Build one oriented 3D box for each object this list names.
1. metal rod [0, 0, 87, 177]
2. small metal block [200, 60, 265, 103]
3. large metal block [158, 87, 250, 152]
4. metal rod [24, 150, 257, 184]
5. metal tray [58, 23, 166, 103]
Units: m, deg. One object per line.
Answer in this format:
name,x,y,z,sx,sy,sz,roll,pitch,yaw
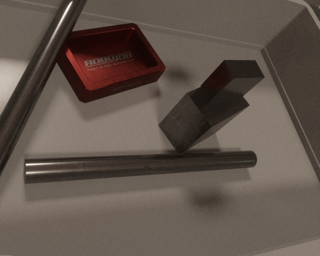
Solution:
metal rod,-0.137,-0.053,0.338,0.025,0.025,0.300,23,61,-15
small metal block,0.086,-0.055,0.369,0.050,0.050,0.025,-7,66,-32
large metal block,0.057,-0.017,0.413,0.081,0.080,0.050,-27,77,-37
metal rod,-0.001,0.044,0.379,0.303,0.025,0.025,0,62,-28
metal tray,-0.067,-0.094,0.424,0.131,0.030,0.090,-23,75,-37
